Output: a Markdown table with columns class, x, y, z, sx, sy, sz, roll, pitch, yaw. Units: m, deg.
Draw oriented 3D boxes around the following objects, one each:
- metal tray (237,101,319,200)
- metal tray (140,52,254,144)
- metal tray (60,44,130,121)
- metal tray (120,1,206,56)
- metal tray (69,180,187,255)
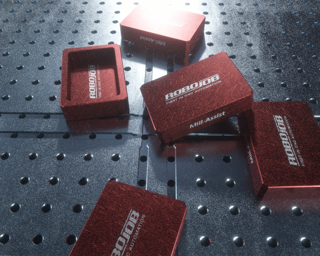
| class | x | y | z | sx | sy | sz | roll | pitch | yaw |
| --- | --- | --- | --- | --- | --- | --- | --- | --- | --- |
| metal tray | 0.155 | 0.023 | 0.386 | 0.090 | 0.030 | 0.130 | -1 | 50 | -1 |
| metal tray | 0.047 | -0.043 | 0.419 | 0.130 | 0.030 | 0.090 | -22 | 52 | 1 |
| metal tray | -0.098 | -0.073 | 0.464 | 0.091 | 0.030 | 0.130 | -8 | 50 | -7 |
| metal tray | 0.006 | -0.181 | 0.557 | 0.130 | 0.030 | 0.090 | 19 | 52 | 15 |
| metal tray | -0.034 | 0.122 | 0.302 | 0.090 | 0.030 | 0.130 | 15 | 52 | 12 |
